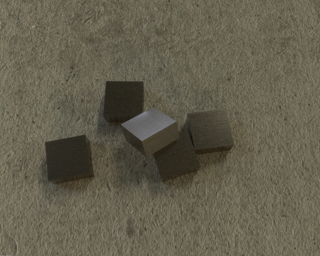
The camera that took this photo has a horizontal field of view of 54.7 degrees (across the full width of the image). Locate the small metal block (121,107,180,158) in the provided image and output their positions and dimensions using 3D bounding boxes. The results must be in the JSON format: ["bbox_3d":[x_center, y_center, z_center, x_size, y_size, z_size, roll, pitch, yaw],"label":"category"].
[{"bbox_3d":[-0.012,0.004,0.385,0.050,0.025,0.050,-30,38,-23],"label":"small metal block"}]

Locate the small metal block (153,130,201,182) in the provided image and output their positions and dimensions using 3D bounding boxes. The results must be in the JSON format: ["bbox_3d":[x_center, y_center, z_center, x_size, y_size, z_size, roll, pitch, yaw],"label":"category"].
[{"bbox_3d":[0.018,0.036,0.395,0.050,0.025,0.050,-17,71,-6],"label":"small metal block"}]

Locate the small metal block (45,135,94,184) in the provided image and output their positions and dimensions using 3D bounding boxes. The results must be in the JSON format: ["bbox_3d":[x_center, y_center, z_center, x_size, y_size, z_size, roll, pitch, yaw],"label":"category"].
[{"bbox_3d":[-0.114,0.040,0.392,0.050,0.025,0.050,-11,70,-4],"label":"small metal block"}]

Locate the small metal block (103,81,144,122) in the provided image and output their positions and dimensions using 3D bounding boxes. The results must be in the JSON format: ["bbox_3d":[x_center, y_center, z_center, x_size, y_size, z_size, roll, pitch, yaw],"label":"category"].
[{"bbox_3d":[-0.048,-0.035,0.421,0.050,0.025,0.050,1,70,0],"label":"small metal block"}]

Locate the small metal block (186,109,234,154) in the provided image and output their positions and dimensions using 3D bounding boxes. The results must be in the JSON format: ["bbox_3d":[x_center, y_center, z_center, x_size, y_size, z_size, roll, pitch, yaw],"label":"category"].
[{"bbox_3d":[0.065,0.005,0.406,0.050,0.025,0.050,-7,70,-3],"label":"small metal block"}]
